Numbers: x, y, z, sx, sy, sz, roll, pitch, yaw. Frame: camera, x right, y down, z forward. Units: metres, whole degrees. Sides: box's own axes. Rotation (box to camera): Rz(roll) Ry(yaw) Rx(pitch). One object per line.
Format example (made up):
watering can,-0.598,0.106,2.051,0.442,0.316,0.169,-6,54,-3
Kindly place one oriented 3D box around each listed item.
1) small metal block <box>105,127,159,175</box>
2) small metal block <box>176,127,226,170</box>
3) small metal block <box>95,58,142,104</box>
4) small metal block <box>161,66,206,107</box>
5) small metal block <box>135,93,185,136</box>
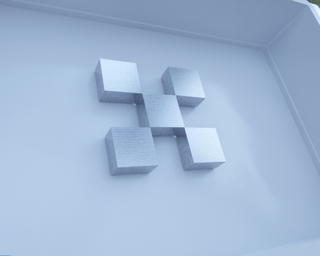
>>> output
small metal block,-0.034,0.027,0.368,0.050,0.025,0.050,1,61,-28
small metal block,0.054,0.027,0.415,0.050,0.025,0.050,1,61,-28
small metal block,-0.056,-0.061,0.410,0.050,0.025,0.050,2,61,-28
small metal block,0.034,-0.060,0.457,0.050,0.025,0.050,2,61,-27
small metal block,0.000,-0.017,0.413,0.050,0.025,0.050,0,62,-28
